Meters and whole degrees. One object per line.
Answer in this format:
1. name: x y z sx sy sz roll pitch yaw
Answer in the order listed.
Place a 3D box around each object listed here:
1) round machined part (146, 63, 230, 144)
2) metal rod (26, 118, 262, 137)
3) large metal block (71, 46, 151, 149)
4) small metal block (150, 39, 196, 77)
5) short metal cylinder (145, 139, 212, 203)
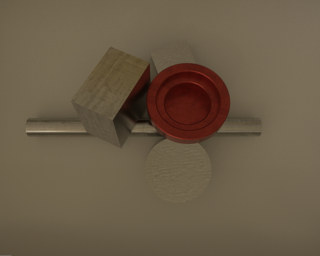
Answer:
1. round machined part: 0.033 -0.027 0.383 0.099 0.042 0.098 0 72 0
2. metal rod: -0.020 -0.001 0.408 0.302 0.025 0.025 0 90 -1
3. large metal block: -0.052 -0.033 0.367 0.050 0.080 0.080 25 67 11
4. small metal block: 0.020 -0.082 0.411 0.050 0.025 0.050 -21 90 -1
5. short metal cylinder: 0.022 0.050 0.397 0.081 0.050 0.079 0 90 -1
